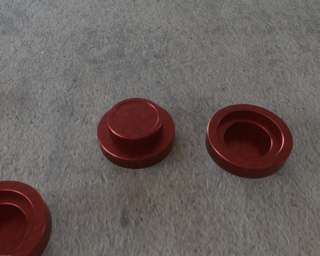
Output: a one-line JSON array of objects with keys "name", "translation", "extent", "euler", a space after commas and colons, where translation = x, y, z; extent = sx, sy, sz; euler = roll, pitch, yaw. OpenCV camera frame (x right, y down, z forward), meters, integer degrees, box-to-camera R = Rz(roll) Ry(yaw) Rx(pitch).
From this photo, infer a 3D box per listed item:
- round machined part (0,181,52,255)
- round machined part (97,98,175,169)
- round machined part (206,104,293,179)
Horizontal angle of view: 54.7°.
[{"name": "round machined part", "translation": [-0.156, 0.104, 0.303], "extent": [0.099, 0.042, 0.098], "euler": [0, 50, 0]}, {"name": "round machined part", "translation": [-0.030, 0.000, 0.392], "extent": [0.099, 0.042, 0.098], "euler": [0, 50, 0]}, {"name": "round machined part", "translation": [0.105, 0.020, 0.377], "extent": [0.099, 0.042, 0.098], "euler": [0, 50, 0]}]
